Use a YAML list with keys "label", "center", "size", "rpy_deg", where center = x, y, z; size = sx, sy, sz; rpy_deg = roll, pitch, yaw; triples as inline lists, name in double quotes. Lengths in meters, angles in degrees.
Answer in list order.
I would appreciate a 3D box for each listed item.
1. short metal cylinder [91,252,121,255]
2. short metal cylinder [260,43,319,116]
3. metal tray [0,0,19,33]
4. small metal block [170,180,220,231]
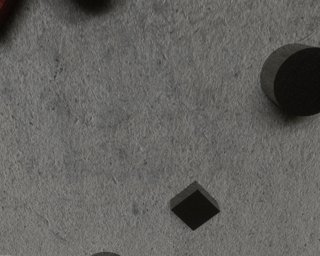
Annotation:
- label: "short metal cylinder"
  center: [-0.088, 0.244, 0.486]
  size: [0.081, 0.050, 0.079]
  rpy_deg: [0, 110, 0]
- label: "short metal cylinder"
  center: [0.170, -0.060, 0.376]
  size: [0.081, 0.050, 0.079]
  rpy_deg: [0, 110, 0]
- label: "metal tray"
  center: [-0.222, -0.178, 0.339]
  size: [0.130, 0.030, 0.090]
  rpy_deg: [35, 106, -12]
- label: "small metal block"
  center: [0.051, 0.113, 0.452]
  size: [0.050, 0.025, 0.050]
  rpy_deg: [-41, 106, 13]
